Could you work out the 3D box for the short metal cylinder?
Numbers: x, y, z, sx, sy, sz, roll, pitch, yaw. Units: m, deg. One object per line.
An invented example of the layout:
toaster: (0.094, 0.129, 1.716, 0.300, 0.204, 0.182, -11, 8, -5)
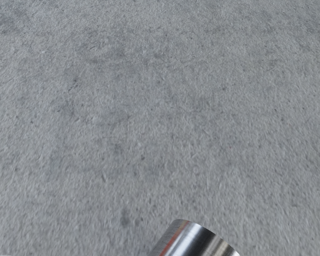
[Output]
short metal cylinder: (0.028, 0.125, 0.263, 0.080, 0.080, 0.050, 29, 56, 22)
